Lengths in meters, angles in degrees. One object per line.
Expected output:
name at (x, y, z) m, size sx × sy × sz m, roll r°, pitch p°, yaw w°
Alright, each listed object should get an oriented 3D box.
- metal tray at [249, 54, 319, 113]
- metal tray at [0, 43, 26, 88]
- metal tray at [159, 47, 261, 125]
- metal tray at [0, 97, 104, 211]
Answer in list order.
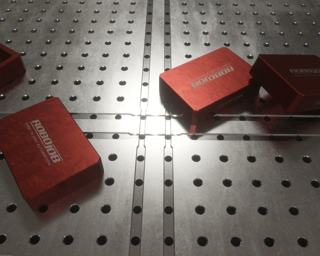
metal tray at (0.203, -0.067, 0.438) m, size 0.131 × 0.030 × 0.090 m, roll -7°, pitch 48°, yaw -29°
metal tray at (-0.292, -0.104, 0.488) m, size 0.130 × 0.030 × 0.090 m, roll 29°, pitch 55°, yaw 21°
metal tray at (0.075, -0.067, 0.462) m, size 0.131 × 0.030 × 0.090 m, roll -27°, pitch 55°, yaw -21°
metal tray at (-0.140, 0.025, 0.382) m, size 0.091 × 0.030 × 0.130 m, roll -28°, pitch 56°, yaw -22°
